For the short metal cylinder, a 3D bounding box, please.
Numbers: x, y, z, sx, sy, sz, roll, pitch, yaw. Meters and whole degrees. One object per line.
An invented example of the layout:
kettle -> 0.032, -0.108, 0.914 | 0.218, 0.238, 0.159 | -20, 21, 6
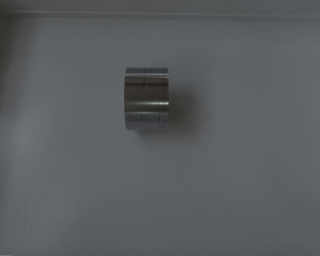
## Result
short metal cylinder -> -0.016, -0.036, 0.391 | 0.050, 0.080, 0.080 | 0, 70, 0
